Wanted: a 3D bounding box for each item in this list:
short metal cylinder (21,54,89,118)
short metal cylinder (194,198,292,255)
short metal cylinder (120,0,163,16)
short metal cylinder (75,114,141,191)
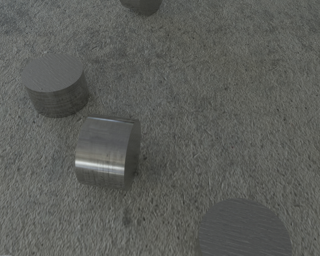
[{"bbox_3d":[-0.145,-0.060,0.436,0.080,0.050,0.080,0,50,0],"label":"short metal cylinder"},{"bbox_3d":[0.075,0.114,0.292,0.080,0.050,0.080,0,50,0],"label":"short metal cylinder"},{"bbox_3d":[-0.033,-0.261,0.586,0.050,0.080,0.080,28,56,21],"label":"short metal cylinder"},{"bbox_3d":[-0.054,0.026,0.345,0.050,0.080,0.080,7,51,6],"label":"short metal cylinder"}]
